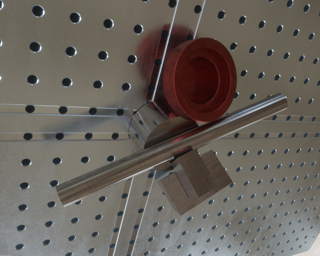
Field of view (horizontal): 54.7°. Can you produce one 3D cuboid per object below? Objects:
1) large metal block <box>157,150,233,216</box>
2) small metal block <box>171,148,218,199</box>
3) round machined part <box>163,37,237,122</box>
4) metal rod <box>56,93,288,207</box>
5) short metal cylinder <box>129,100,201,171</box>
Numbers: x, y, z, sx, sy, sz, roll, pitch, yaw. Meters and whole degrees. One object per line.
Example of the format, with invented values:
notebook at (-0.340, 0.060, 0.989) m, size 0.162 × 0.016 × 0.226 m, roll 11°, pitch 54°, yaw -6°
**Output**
large metal block at (0.045, 0.077, 0.439) m, size 0.080 × 0.050 × 0.080 m, roll -31°, pitch 173°, yaw -9°
small metal block at (0.040, 0.056, 0.374) m, size 0.025 × 0.050 × 0.050 m, roll -26°, pitch 170°, yaw -12°
round machined part at (0.044, -0.057, 0.375) m, size 0.099 × 0.042 × 0.097 m, roll -5°, pitch 99°, yaw -34°
metal rod at (0.027, 0.019, 0.374) m, size 0.302 × 0.025 × 0.025 m, roll -22°, pitch 127°, yaw -16°
short metal cylinder at (0.006, 0.009, 0.405) m, size 0.081 × 0.050 × 0.079 m, roll -14°, pitch 125°, yaw -21°
